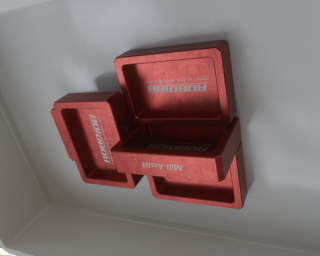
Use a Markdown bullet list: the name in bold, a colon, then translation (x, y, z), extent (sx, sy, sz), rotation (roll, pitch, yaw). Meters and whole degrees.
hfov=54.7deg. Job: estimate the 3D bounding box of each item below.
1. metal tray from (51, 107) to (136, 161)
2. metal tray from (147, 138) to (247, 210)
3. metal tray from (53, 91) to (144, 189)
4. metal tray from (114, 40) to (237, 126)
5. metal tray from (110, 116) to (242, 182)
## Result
- **metal tray**: translation (-0.087, 0.006, 0.449), extent (0.130, 0.030, 0.089), rotation (0, 119, 27)
- **metal tray**: translation (0.045, 0.057, 0.414), extent (0.130, 0.030, 0.089), rotation (1, 119, 27)
- **metal tray**: translation (-0.079, 0.017, 0.414), extent (0.090, 0.030, 0.129), rotation (1, 119, 27)
- **metal tray**: translation (0.018, -0.049, 0.363), extent (0.130, 0.030, 0.089), rotation (1, 119, 27)
- **metal tray**: translation (0.020, 0.019, 0.363), extent (0.130, 0.090, 0.030), rotation (1, 119, 27)
